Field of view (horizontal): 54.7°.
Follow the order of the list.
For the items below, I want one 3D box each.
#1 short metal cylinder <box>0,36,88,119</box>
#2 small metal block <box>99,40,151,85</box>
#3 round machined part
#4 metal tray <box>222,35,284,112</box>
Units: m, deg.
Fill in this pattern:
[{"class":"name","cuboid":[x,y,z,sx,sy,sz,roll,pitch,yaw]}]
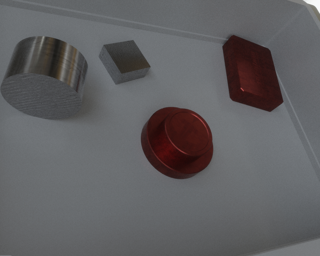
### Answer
[{"class":"short metal cylinder","cuboid":[-0.123,-0.052,0.337,0.081,0.080,0.050,14,56,-21]},{"class":"small metal block","cuboid":[-0.050,-0.094,0.437,0.050,0.025,0.050,-22,74,-36]},{"class":"round machined part","cuboid":[0.028,0.013,0.404,0.099,0.042,0.098,14,56,-21]},{"class":"metal tray","cuboid":[0.164,-0.099,0.554,0.091,0.030,0.130,14,56,-21]}]
